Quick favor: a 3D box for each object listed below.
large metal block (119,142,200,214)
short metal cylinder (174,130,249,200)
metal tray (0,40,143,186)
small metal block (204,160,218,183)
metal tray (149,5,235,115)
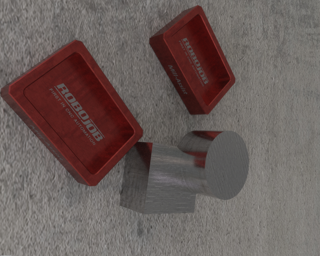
[{"bbox_3d":[0.002,0.062,0.390,0.081,0.050,0.080,11,83,-39],"label":"large metal block"},{"bbox_3d":[0.063,0.043,0.376,0.081,0.050,0.080,0,90,-40],"label":"short metal cylinder"},{"bbox_3d":[-0.085,-0.014,0.329,0.090,0.030,0.130,-48,119,-29],"label":"metal tray"},{"bbox_3d":[0.055,0.060,0.434,0.050,0.050,0.025,-30,109,-36],"label":"small metal block"},{"bbox_3d":[0.051,-0.094,0.443,0.090,0.030,0.130,-48,118,-29],"label":"metal tray"}]
